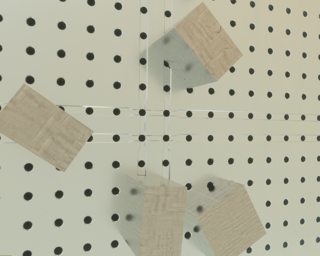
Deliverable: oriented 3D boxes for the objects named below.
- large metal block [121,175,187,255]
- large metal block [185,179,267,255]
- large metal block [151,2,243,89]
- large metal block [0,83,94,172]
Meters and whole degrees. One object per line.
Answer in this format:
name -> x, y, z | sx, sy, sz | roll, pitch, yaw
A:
large metal block -> -0.010, 0.104, 0.381 | 0.050, 0.080, 0.080 | 6, 88, -20
large metal block -> 0.088, 0.130, 0.434 | 0.080, 0.050, 0.080 | -29, 100, -18
large metal block -> 0.045, -0.101, 0.401 | 0.050, 0.080, 0.080 | -46, 105, -14
large metal block -> -0.126, 0.000, 0.337 | 0.080, 0.080, 0.050 | 37, 78, -17
